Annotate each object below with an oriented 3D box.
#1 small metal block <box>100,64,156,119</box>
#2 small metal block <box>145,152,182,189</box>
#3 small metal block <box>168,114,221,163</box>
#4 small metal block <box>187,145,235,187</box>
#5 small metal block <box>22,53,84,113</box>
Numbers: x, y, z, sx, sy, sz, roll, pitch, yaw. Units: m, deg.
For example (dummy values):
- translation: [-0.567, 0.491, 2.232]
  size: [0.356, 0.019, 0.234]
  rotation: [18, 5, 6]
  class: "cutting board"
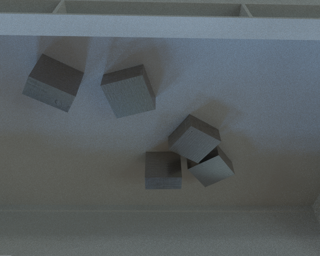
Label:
- translation: [-0.037, -0.043, 0.372]
  size: [0.050, 0.025, 0.050]
  rotation: [-13, 129, 10]
  class: "small metal block"
- translation: [0.005, 0.060, 0.444]
  size: [0.050, 0.050, 0.025]
  rotation: [0, 130, 0]
  class: "small metal block"
- translation: [0.046, 0.016, 0.423]
  size: [0.050, 0.025, 0.050]
  rotation: [27, 125, -21]
  class: "small metal block"
- translation: [0.075, 0.056, 0.458]
  size: [0.050, 0.025, 0.050]
  rotation: [-28, 125, 21]
  class: "small metal block"
- translation: [-0.118, -0.051, 0.348]
  size: [0.050, 0.050, 0.025]
  rotation: [24, 126, -19]
  class: "small metal block"
